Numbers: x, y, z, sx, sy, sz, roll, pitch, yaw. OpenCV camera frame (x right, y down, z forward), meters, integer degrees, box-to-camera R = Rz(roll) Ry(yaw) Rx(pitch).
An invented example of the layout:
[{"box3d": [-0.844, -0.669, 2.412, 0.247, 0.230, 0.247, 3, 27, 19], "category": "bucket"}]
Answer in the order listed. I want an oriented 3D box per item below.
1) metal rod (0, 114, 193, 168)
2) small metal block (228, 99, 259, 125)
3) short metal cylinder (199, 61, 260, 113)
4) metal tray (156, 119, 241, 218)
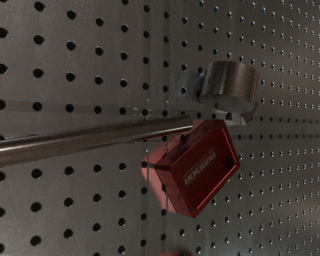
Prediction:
[{"box3d": [-0.077, 0.012, 0.346, 0.302, 0.025, 0.025, -10, 97, -40], "category": "metal rod"}, {"box3d": [0.138, -0.040, 0.528, 0.050, 0.025, 0.050, 52, 59, -28], "category": "small metal block"}, {"box3d": [0.103, -0.059, 0.463, 0.080, 0.080, 0.050, 23, 76, -38], "category": "short metal cylinder"}, {"box3d": [0.062, 0.056, 0.460, 0.131, 0.030, 0.090, -38, 114, -33], "category": "metal tray"}]
